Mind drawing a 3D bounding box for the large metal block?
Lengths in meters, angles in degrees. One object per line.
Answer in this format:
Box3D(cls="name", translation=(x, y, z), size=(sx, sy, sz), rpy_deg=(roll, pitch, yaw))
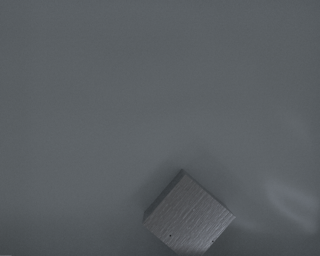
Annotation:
Box3D(cls="large metal block", translation=(0.035, 0.112, 0.400), size=(0.080, 0.050, 0.080), rpy_deg=(41, 90, -1))
